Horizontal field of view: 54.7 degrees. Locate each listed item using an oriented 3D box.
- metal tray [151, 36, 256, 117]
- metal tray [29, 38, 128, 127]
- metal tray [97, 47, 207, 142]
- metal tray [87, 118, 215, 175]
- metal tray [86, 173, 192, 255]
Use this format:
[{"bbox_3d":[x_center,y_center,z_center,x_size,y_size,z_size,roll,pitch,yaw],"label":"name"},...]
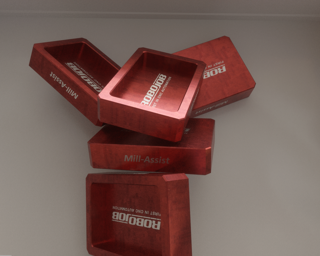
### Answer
[{"bbox_3d":[0.053,-0.067,0.432,0.131,0.030,0.090,-21,71,-8],"label":"metal tray"},{"bbox_3d":[-0.090,-0.065,0.403,0.130,0.030,0.091,40,36,13],"label":"metal tray"},{"bbox_3d":[-0.004,-0.045,0.356,0.090,0.030,0.130,15,40,9],"label":"metal tray"},{"bbox_3d":[-0.005,0.016,0.358,0.131,0.090,0.030,2,111,12],"label":"metal tray"},{"bbox_3d":[-0.028,0.092,0.318,0.030,0.130,0.090,4,82,-45],"label":"metal tray"}]
